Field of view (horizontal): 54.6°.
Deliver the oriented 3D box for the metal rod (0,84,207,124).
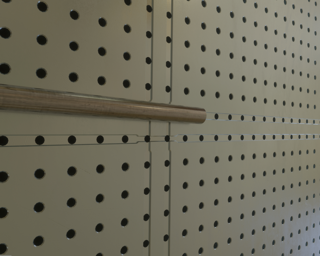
[{"bbox_3d":[-0.057,-0.024,0.360,0.302,0.025,0.025,3,88,-40],"label":"metal rod"}]
